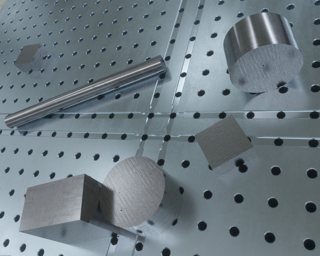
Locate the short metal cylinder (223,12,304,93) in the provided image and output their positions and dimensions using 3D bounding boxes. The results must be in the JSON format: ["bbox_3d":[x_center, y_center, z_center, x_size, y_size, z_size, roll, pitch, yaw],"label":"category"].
[{"bbox_3d":[0.119,-0.086,0.363,0.080,0.080,0.050,-16,56,19],"label":"short metal cylinder"}]

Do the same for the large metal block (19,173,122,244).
[{"bbox_3d":[-0.100,0.099,0.365,0.080,0.080,0.050,-16,56,19],"label":"large metal block"}]

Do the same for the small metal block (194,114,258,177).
[{"bbox_3d":[0.075,0.020,0.356,0.050,0.025,0.050,-31,52,8],"label":"small metal block"}]

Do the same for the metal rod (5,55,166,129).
[{"bbox_3d":[-0.132,-0.054,0.511,0.301,0.025,0.025,-18,55,18],"label":"metal rod"}]

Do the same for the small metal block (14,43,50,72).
[{"bbox_3d":[-0.263,-0.144,0.635,0.050,0.025,0.050,2,62,29],"label":"small metal block"}]

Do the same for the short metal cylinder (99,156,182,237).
[{"bbox_3d":[-0.021,0.079,0.355,0.080,0.050,0.080,-13,56,21],"label":"short metal cylinder"}]
